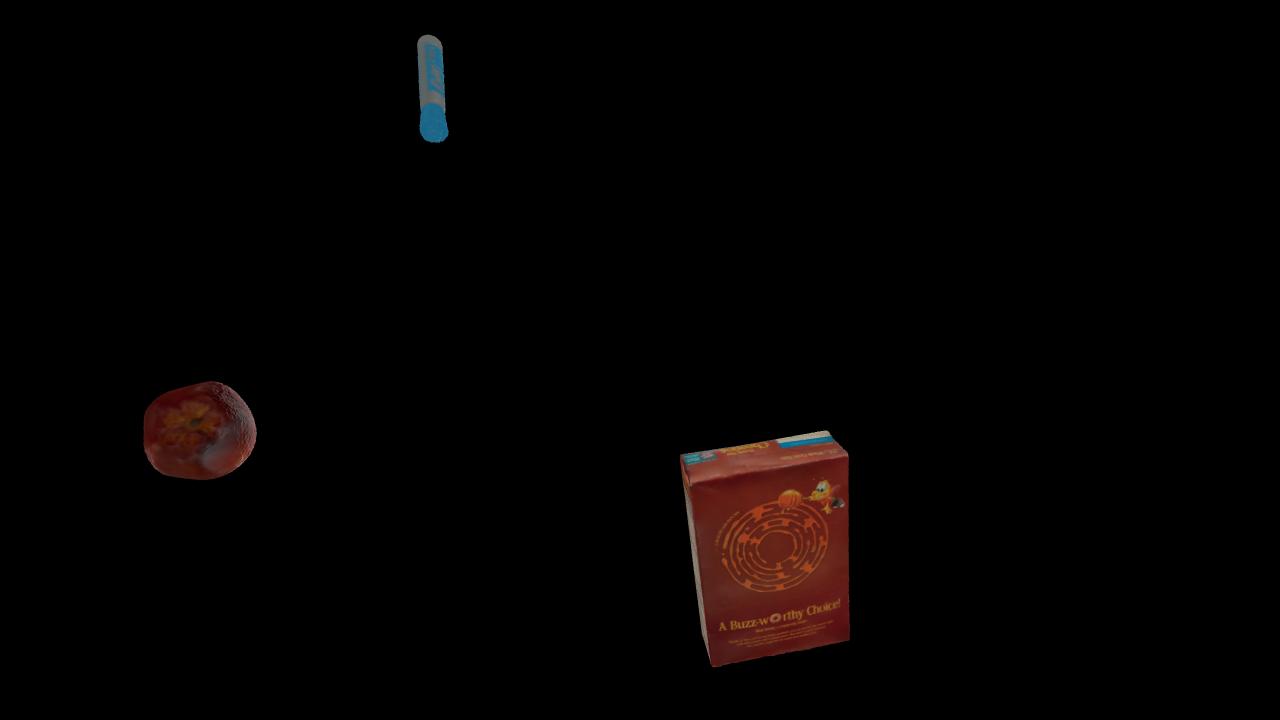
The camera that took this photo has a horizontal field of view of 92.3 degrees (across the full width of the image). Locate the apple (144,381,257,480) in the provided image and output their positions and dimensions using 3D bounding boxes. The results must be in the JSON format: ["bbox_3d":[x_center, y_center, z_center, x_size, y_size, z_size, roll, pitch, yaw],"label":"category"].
[{"bbox_3d":[-0.350,0.056,0.491,0.079,0.079,0.093,0,-16,-26],"label":"apple"}]

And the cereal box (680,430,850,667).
[{"bbox_3d":[0.172,0.255,0.826,0.203,0.306,0.081,-10,20,-4],"label":"cereal box"}]

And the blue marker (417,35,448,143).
[{"bbox_3d":[-0.152,-0.199,0.450,0.020,0.121,0.020,-10,-35,-7],"label":"blue marker"}]
